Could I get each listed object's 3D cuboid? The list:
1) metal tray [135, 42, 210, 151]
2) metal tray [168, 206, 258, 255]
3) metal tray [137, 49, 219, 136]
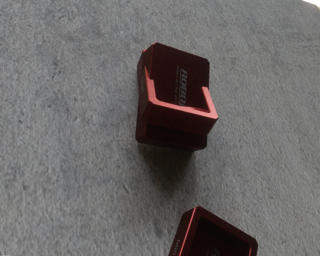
[{"bbox_3d":[0.019,-0.039,0.413,0.091,0.030,0.129,11,74,-26],"label":"metal tray"},{"bbox_3d":[0.050,0.162,0.330,0.090,0.030,0.130,32,51,-8],"label":"metal tray"},{"bbox_3d":[0.019,-0.051,0.416,0.091,0.030,0.130,13,39,-18],"label":"metal tray"}]
